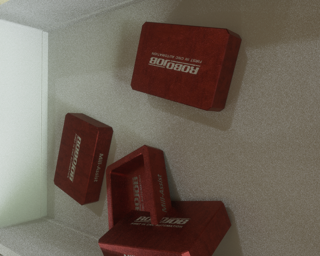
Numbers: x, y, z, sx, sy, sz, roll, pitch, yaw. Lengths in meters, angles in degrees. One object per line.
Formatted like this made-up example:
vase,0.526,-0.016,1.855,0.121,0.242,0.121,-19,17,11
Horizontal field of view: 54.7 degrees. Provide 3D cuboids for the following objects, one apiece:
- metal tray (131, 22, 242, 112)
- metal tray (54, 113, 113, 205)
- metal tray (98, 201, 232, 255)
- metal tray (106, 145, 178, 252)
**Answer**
metal tray,0.026,-0.078,0.382,0.130,0.030,0.089,20,103,38
metal tray,-0.129,0.048,0.510,0.090,0.030,0.129,22,104,37
metal tray,0.004,0.121,0.358,0.130,0.091,0.030,-11,104,39
metal tray,-0.029,0.098,0.404,0.090,0.030,0.130,-32,54,35
